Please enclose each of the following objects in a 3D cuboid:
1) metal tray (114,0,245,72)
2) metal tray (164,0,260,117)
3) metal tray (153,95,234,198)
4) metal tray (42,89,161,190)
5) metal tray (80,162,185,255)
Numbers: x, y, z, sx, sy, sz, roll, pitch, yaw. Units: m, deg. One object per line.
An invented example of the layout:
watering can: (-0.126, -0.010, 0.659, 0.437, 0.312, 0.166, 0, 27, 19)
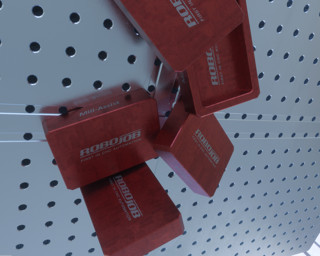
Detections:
metal tray: (0.009, -0.131, 0.302, 0.090, 0.030, 0.130, -40, 107, -1)
metal tray: (0.063, -0.087, 0.362, 0.091, 0.030, 0.129, -19, 106, -18)
metal tray: (0.052, 0.027, 0.429, 0.130, 0.030, 0.090, 50, 60, -40)
metal tray: (-0.064, 0.014, 0.382, 0.131, 0.030, 0.089, -20, 127, -17)
metal tray: (-0.040, 0.093, 0.380, 0.091, 0.130, 0.030, -24, 127, -14)
